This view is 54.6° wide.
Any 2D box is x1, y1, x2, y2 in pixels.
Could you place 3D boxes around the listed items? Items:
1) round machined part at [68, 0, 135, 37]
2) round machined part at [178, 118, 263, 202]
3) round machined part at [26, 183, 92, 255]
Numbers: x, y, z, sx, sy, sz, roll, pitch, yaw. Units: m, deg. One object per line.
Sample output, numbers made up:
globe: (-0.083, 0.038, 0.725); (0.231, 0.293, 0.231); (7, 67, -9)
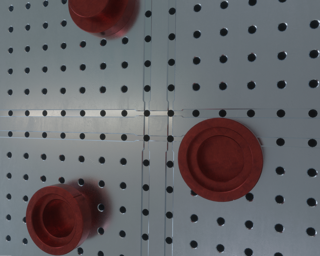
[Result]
round machined part: (-0.089, -0.183, 0.435); (0.098, 0.042, 0.097); (0, 90, 20)
round machined part: (0.075, 0.037, 0.377); (0.098, 0.042, 0.097); (0, 90, 20)
round machined part: (-0.143, 0.130, 0.455); (0.098, 0.042, 0.097); (0, 90, 20)
